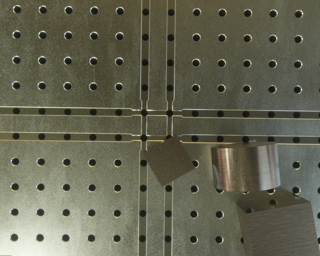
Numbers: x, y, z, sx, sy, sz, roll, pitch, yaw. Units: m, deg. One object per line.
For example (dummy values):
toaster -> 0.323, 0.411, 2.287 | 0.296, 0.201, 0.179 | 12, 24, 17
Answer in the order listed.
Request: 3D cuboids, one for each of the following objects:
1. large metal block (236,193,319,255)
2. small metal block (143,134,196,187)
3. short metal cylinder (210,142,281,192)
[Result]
large metal block -> 0.151, 0.136, 0.402 | 0.080, 0.050, 0.080 | -10, 90, 0
small metal block -> 0.012, 0.042, 0.413 | 0.050, 0.025, 0.050 | -30, 90, 0
short metal cylinder -> 0.106, 0.046, 0.387 | 0.080, 0.080, 0.050 | -5, 90, 0
